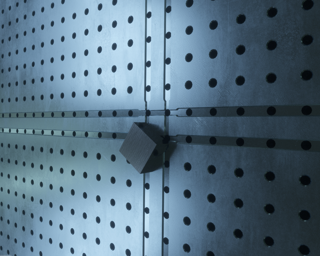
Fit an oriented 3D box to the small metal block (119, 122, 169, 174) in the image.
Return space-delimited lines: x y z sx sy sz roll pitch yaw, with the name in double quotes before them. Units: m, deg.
"small metal block" -0.023 0.027 0.427 0.050 0.025 0.050 43 116 31
